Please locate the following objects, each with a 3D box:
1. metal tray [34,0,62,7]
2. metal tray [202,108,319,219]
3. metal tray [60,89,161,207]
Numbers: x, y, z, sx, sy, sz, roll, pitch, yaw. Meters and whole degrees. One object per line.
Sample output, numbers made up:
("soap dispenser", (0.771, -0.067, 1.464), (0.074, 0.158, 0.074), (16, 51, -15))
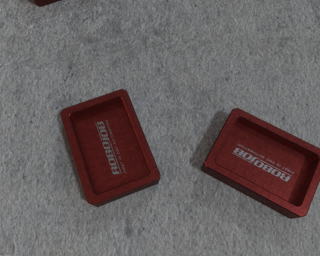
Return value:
("metal tray", (-0.177, -0.266, 0.501), (0.091, 0.030, 0.130), (-22, 72, -8))
("metal tray", (0.131, 0.043, 0.391), (0.130, 0.030, 0.090), (28, 72, 9))
("metal tray", (-0.064, 0.023, 0.396), (0.091, 0.030, 0.130), (-20, 71, -8))
